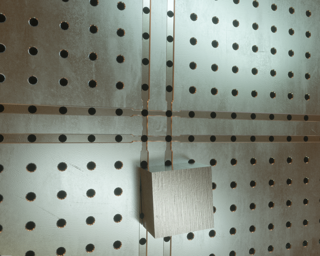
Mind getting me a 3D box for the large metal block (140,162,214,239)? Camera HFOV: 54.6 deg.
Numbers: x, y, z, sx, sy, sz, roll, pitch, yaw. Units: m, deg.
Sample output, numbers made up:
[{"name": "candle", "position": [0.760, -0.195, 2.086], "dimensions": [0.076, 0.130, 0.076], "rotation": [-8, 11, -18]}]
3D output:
[{"name": "large metal block", "position": [0.021, 0.091, 0.407], "dimensions": [0.081, 0.050, 0.080], "rotation": [-3, 91, -20]}]
